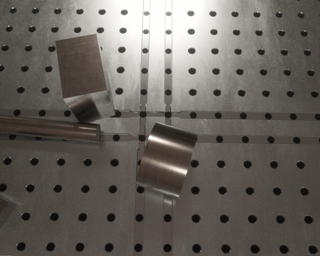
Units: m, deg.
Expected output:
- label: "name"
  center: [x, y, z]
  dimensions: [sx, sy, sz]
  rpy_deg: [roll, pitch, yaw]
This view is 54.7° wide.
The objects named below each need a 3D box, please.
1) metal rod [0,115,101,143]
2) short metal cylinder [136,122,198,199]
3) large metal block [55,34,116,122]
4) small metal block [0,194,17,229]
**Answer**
- label: "metal rod"
  center: [-0.231, -0.007, 0.411]
  dimensions: [0.302, 0.025, 0.025]
  rpy_deg: [5, 70, 1]
- label: "short metal cylinder"
  center: [0.009, 0.038, 0.369]
  dimensions: [0.050, 0.080, 0.080]
  rpy_deg: [17, 71, 6]
- label: "large metal block"
  center: [-0.094, -0.061, 0.404]
  dimensions: [0.050, 0.080, 0.080]
  rpy_deg: [-12, 71, -5]
- label: "small metal block"
  center: [-0.213, 0.101, 0.372]
  dimensions: [0.050, 0.025, 0.050]
  rpy_deg: [27, 72, 9]
